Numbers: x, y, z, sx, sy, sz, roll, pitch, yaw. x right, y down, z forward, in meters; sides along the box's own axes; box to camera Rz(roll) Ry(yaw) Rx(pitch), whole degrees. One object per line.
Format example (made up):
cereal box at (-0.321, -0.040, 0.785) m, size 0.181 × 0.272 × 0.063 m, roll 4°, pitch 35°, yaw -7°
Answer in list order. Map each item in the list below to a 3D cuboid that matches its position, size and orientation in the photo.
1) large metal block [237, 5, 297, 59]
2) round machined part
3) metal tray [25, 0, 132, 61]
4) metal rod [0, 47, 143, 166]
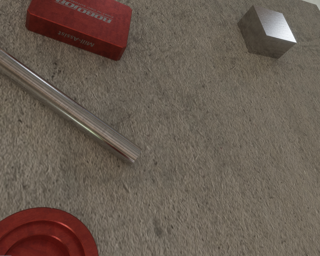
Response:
large metal block at (0.214, -0.192, 0.623) m, size 0.081 × 0.050 × 0.080 m, roll 3°, pitch 60°, yaw -27°
round machined part at (-0.105, 0.121, 0.263) m, size 0.099 × 0.042 × 0.098 m, roll 14°, pitch 56°, yaw -21°
metal tray at (-0.109, -0.156, 0.438) m, size 0.131 × 0.030 × 0.090 m, roll 16°, pitch 55°, yaw -19°
metal rod at (-0.149, -0.053, 0.356) m, size 0.301 × 0.025 × 0.025 m, roll 36°, pitch 51°, yaw -5°
